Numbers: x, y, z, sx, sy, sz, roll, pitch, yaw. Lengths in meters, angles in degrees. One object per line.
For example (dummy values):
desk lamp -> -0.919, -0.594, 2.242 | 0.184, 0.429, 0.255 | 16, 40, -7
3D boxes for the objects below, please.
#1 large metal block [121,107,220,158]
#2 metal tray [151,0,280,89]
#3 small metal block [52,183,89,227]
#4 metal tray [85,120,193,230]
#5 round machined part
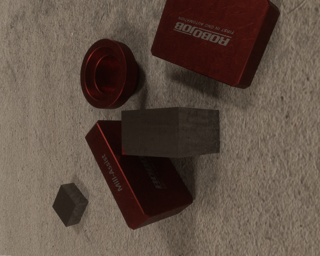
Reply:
large metal block -> 0.013, 0.005, 0.357 | 0.080, 0.081, 0.050 | -1, 89, 39
metal tray -> 0.056, -0.108, 0.354 | 0.130, 0.030, 0.089 | 30, 108, 35
small metal block -> -0.154, 0.130, 0.529 | 0.050, 0.025, 0.050 | 40, 114, 32
metal tray -> -0.025, 0.050, 0.381 | 0.030, 0.091, 0.130 | -46, 63, 30
round machined part -> -0.068, -0.076, 0.448 | 0.098, 0.042, 0.097 | 0, 90, 39
